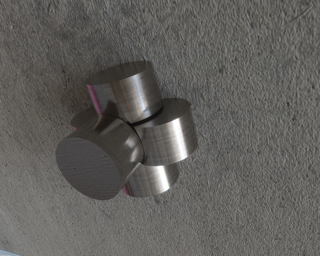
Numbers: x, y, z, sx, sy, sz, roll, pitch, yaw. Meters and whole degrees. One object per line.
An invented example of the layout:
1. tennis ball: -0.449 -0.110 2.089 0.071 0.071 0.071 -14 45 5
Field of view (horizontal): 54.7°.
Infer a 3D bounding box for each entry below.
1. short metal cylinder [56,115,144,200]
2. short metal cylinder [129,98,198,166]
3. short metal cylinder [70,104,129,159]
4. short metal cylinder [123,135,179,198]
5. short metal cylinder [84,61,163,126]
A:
1. short metal cylinder: -0.065 0.032 0.341 0.080 0.050 0.079 13 124 20
2. short metal cylinder: 0.002 0.002 0.372 0.080 0.080 0.050 0 118 28
3. short metal cylinder: -0.070 0.003 0.410 0.080 0.080 0.050 -1 118 28
4. short metal cylinder: -0.019 0.046 0.410 0.080 0.080 0.050 0 118 28
5. short metal cylinder: -0.042 -0.043 0.367 0.080 0.080 0.050 -2 118 28
